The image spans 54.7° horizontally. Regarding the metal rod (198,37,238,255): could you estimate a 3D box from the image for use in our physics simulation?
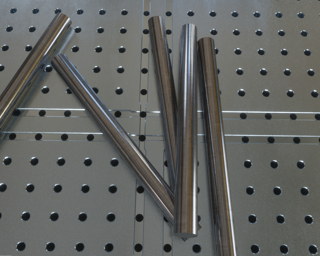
[{"bbox_3d":[0.073,0.013,0.407,0.025,0.025,0.299,-2,70,-1],"label":"metal rod"}]

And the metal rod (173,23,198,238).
[{"bbox_3d":[0.035,-0.019,0.390,0.025,0.025,0.299,4,59,1],"label":"metal rod"}]

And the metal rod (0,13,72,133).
[{"bbox_3d":[-0.206,-0.037,0.422,0.025,0.025,0.300,23,71,7],"label":"metal rod"}]

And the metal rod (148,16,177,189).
[{"bbox_3d":[0.013,-0.023,0.420,0.025,0.025,0.299,-7,70,-3],"label":"metal rod"}]

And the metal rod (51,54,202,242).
[{"bbox_3d":[-0.054,0.010,0.393,0.025,0.025,0.300,-36,69,-12],"label":"metal rod"}]
